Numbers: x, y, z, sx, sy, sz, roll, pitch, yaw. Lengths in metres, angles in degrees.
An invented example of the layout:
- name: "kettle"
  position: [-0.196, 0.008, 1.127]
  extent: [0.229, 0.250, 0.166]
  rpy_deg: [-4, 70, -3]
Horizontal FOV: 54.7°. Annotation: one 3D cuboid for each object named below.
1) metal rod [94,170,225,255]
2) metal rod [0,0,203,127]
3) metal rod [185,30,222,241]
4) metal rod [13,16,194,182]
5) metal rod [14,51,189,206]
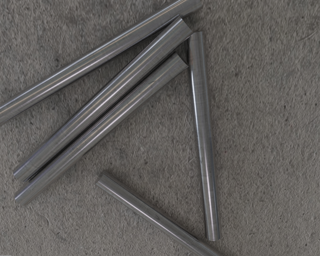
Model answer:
- name: "metal rod"
  position: [0.030, 0.160, 0.468]
  extent: [0.301, 0.025, 0.025]
  rpy_deg: [39, 106, -13]
- name: "metal rod"
  position: [-0.088, -0.079, 0.379]
  extent: [0.301, 0.025, 0.025]
  rpy_deg: [-28, 108, 9]
- name: "metal rod"
  position: [0.061, 0.024, 0.419]
  extent: [0.025, 0.025, 0.298]
  rpy_deg: [-8, 110, 3]
- name: "metal rod"
  position: [-0.082, -0.026, 0.389]
  extent: [0.299, 0.025, 0.025]
  rpy_deg: [-39, 106, 16]
- name: "metal rod"
  position: [-0.086, 0.009, 0.405]
  extent: [0.300, 0.025, 0.025]
  rpy_deg: [-39, 106, 15]
